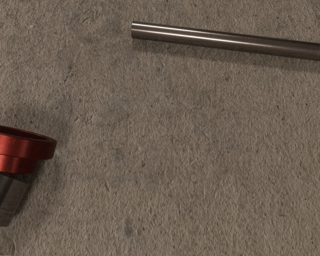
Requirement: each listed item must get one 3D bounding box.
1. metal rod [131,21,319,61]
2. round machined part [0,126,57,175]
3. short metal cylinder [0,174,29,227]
[{"bbox_3d":[0.109,-0.127,0.455,0.302,0.025,0.025,8,70,2],"label":"metal rod"},{"bbox_3d":[-0.176,0.025,0.361,0.099,0.098,0.042,14,89,5],"label":"round machined part"},{"bbox_3d":[-0.199,0.073,0.349,0.080,0.080,0.050,18,72,6],"label":"short metal cylinder"}]
